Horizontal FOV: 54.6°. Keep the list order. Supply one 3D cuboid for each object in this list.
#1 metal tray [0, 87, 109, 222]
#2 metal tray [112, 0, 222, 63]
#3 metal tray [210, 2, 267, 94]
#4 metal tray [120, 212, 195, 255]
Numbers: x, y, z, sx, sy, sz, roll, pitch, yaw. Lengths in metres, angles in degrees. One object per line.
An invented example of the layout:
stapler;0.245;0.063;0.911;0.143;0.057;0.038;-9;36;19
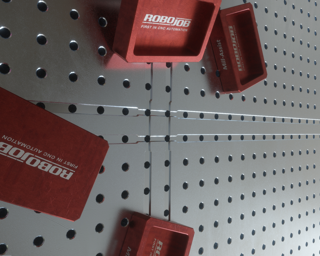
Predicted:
metal tray;-0.123;0.029;0.302;0.130;0.030;0.090;32;70;-35
metal tray;0.011;-0.129;0.385;0.131;0.030;0.089;-10;130;-39
metal tray;0.129;-0.131;0.511;0.091;0.030;0.129;-28;108;-36
metal tray;-0.011;0.183;0.395;0.090;0.030;0.130;28;73;-37
